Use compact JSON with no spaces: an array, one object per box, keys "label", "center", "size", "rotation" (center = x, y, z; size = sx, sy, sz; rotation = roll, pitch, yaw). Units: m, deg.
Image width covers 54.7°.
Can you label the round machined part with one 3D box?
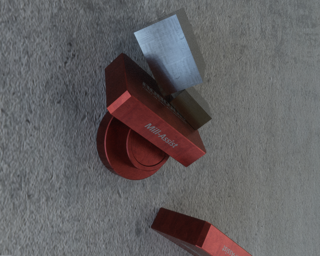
[{"label":"round machined part","center":[-0.022,0.015,0.372],"size":[0.099,0.042,0.097],"rotation":[-5,97,-38]}]

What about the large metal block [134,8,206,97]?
[{"label":"large metal block","center":[0.017,-0.095,0.381],"size":[0.080,0.050,0.080],"rotation":[65,20,-20]}]

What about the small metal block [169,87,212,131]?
[{"label":"small metal block","center":[0.039,-0.032,0.397],"size":[0.050,0.025,0.050],"rotation":[45,20,-17]}]

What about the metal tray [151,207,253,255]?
[{"label":"metal tray","center":[0.061,0.156,0.416],"size":[0.130,0.090,0.030],"rotation":[43,64,-32]}]

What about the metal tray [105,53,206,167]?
[{"label":"metal tray","center":[-0.005,-0.020,0.364],"size":[0.130,0.030,0.090],"rotation":[37,24,-34]}]
